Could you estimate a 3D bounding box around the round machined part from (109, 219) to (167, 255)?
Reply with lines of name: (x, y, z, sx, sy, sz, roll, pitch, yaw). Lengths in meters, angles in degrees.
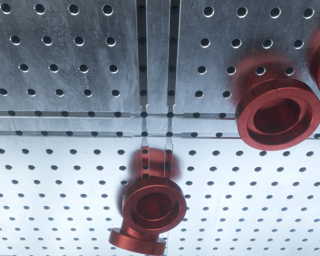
round machined part: (-0.036, 0.184, 0.536, 0.098, 0.042, 0.098, 13, 168, 3)

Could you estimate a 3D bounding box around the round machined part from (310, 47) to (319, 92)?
round machined part: (0.226, -0.067, 0.345, 0.099, 0.042, 0.097, 0, 130, 0)

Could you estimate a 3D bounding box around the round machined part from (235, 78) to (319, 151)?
round machined part: (0.142, -0.020, 0.384, 0.099, 0.042, 0.097, 0, 130, 0)

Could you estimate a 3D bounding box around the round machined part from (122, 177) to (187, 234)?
round machined part: (-0.010, 0.117, 0.490, 0.099, 0.042, 0.097, -3, 117, -6)
